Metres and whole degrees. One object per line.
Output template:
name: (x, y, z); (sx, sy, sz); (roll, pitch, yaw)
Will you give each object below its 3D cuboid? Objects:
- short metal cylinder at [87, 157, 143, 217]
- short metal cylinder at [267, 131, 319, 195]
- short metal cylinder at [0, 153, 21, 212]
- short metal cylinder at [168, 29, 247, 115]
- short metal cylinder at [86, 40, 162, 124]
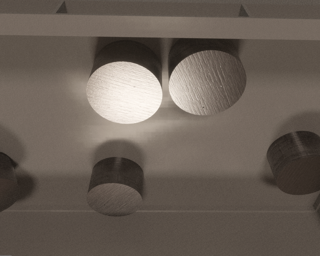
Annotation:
short metal cylinder: (-0.066, 0.089, 0.468); (0.081, 0.050, 0.079); (0, 130, 0)
short metal cylinder: (0.199, 0.050, 0.439); (0.081, 0.050, 0.079); (0, 130, 0)
short metal cylinder: (-0.245, 0.080, 0.436); (0.081, 0.050, 0.080); (-22, 141, -19)
short metal cylinder: (0.049, -0.061, 0.342); (0.081, 0.050, 0.079); (0, 130, 0)
short metal cylinder: (-0.038, -0.051, 0.349); (0.081, 0.050, 0.079); (0, 130, 0)
